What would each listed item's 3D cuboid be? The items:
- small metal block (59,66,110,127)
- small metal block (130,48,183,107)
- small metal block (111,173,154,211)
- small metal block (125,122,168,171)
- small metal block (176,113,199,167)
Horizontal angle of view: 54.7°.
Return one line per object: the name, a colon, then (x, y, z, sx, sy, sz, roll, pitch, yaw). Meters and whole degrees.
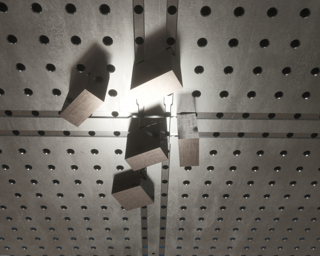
small metal block: (-0.088, -0.037, 0.362, 0.025, 0.050, 0.050, 37, 121, -27)
small metal block: (-0.004, -0.057, 0.347, 0.050, 0.050, 0.025, -23, 127, 18)
small metal block: (-0.043, 0.104, 0.500, 0.050, 0.025, 0.050, -20, 128, 15)
small metal block: (-0.017, 0.024, 0.416, 0.050, 0.050, 0.025, -20, 128, 16)
small metal block: (0.037, 0.015, 0.409, 0.025, 0.050, 0.050, -4, 130, 3)
